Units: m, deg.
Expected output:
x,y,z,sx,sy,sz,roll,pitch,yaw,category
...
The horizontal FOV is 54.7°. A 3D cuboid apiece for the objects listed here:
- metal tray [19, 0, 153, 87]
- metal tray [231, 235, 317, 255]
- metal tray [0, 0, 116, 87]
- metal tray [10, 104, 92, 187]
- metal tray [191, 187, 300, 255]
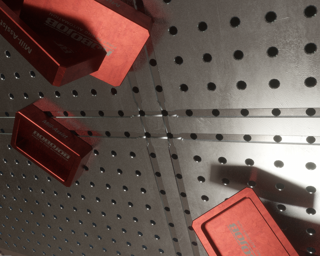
x,y,z,sx,sy,sz,roll,pitch,yaw,category
-0.085,-0.112,0.351,0.131,0.030,0.089,25,131,-17,metal tray
0.157,0.199,0.409,0.130,0.090,0.030,12,123,21,metal tray
-0.125,-0.113,0.353,0.130,0.091,0.030,44,132,6,metal tray
-0.186,0.031,0.522,0.130,0.030,0.089,35,129,4,metal tray
0.110,0.150,0.376,0.090,0.030,0.130,-34,66,5,metal tray
